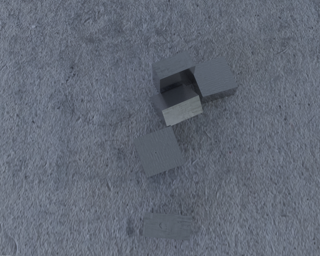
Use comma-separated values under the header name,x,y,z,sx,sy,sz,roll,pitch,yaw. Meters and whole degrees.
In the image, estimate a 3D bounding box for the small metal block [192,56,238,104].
name,x,y,z,sx,sy,sz,roll,pitch,yaw
small metal block,0.073,-0.066,0.433,0.050,0.025,0.050,-17,71,-6

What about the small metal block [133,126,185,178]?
name,x,y,z,sx,sy,sz,roll,pitch,yaw
small metal block,-0.002,0.031,0.392,0.050,0.025,0.050,-19,83,-7

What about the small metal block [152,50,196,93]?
name,x,y,z,sx,sy,sz,roll,pitch,yaw
small metal block,0.018,-0.073,0.421,0.050,0.050,0.025,-23,72,-8

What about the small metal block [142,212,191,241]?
name,x,y,z,sx,sy,sz,roll,pitch,yaw
small metal block,0.008,0.113,0.353,0.050,0.050,0.025,5,70,1

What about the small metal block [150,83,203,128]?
name,x,y,z,sx,sy,sz,roll,pitch,yaw
small metal block,0.021,-0.031,0.405,0.050,0.025,0.050,-23,30,-9
